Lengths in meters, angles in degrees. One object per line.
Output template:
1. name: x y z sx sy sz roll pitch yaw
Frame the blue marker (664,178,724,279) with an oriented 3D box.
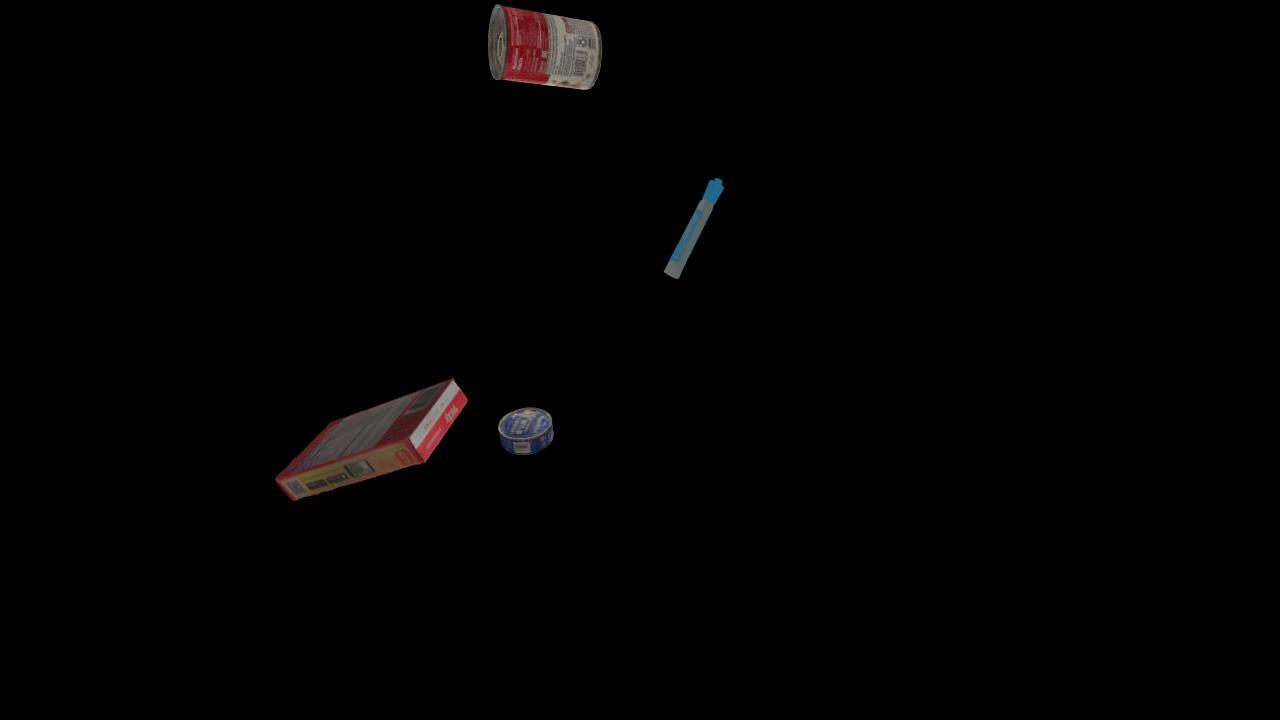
1. blue marker: 0.062 -0.150 0.696 0.020 0.121 0.020 27 2 -1

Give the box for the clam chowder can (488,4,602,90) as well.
1. clam chowder can: -0.097 -0.318 0.631 0.102 0.068 0.068 -6 2 -26

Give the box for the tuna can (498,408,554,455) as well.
1. tuna can: -0.178 0.112 0.964 0.084 0.034 0.084 -2 30 1

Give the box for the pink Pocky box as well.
1. pink Pocky box: -0.229 0.068 0.528 0.155 0.029 0.084 -18 26 22
